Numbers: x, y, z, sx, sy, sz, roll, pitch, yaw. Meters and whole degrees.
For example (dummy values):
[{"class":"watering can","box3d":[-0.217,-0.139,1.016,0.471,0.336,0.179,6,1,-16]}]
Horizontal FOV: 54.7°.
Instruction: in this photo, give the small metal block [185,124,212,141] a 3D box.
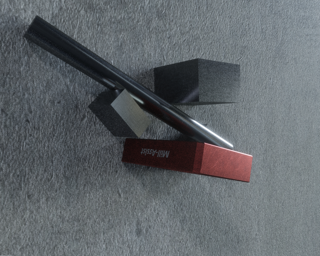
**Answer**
[{"class":"small metal block","box3d":[0.063,0.029,0.462,0.050,0.025,0.050,49,61,-29]}]

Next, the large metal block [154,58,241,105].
[{"class":"large metal block","box3d":[0.049,-0.057,0.412,0.081,0.080,0.050,-3,92,-40]}]

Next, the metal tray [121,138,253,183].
[{"class":"metal tray","box3d":[0.028,0.036,0.363,0.091,0.130,0.030,16,80,-39]}]

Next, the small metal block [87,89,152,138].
[{"class":"small metal block","box3d":[-0.046,-0.016,0.352,0.050,0.050,0.025,52,59,-28]}]

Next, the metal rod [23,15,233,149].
[{"class":"metal rod","box3d":[-0.015,-0.033,0.378,0.301,0.025,0.025,31,71,-31]}]
